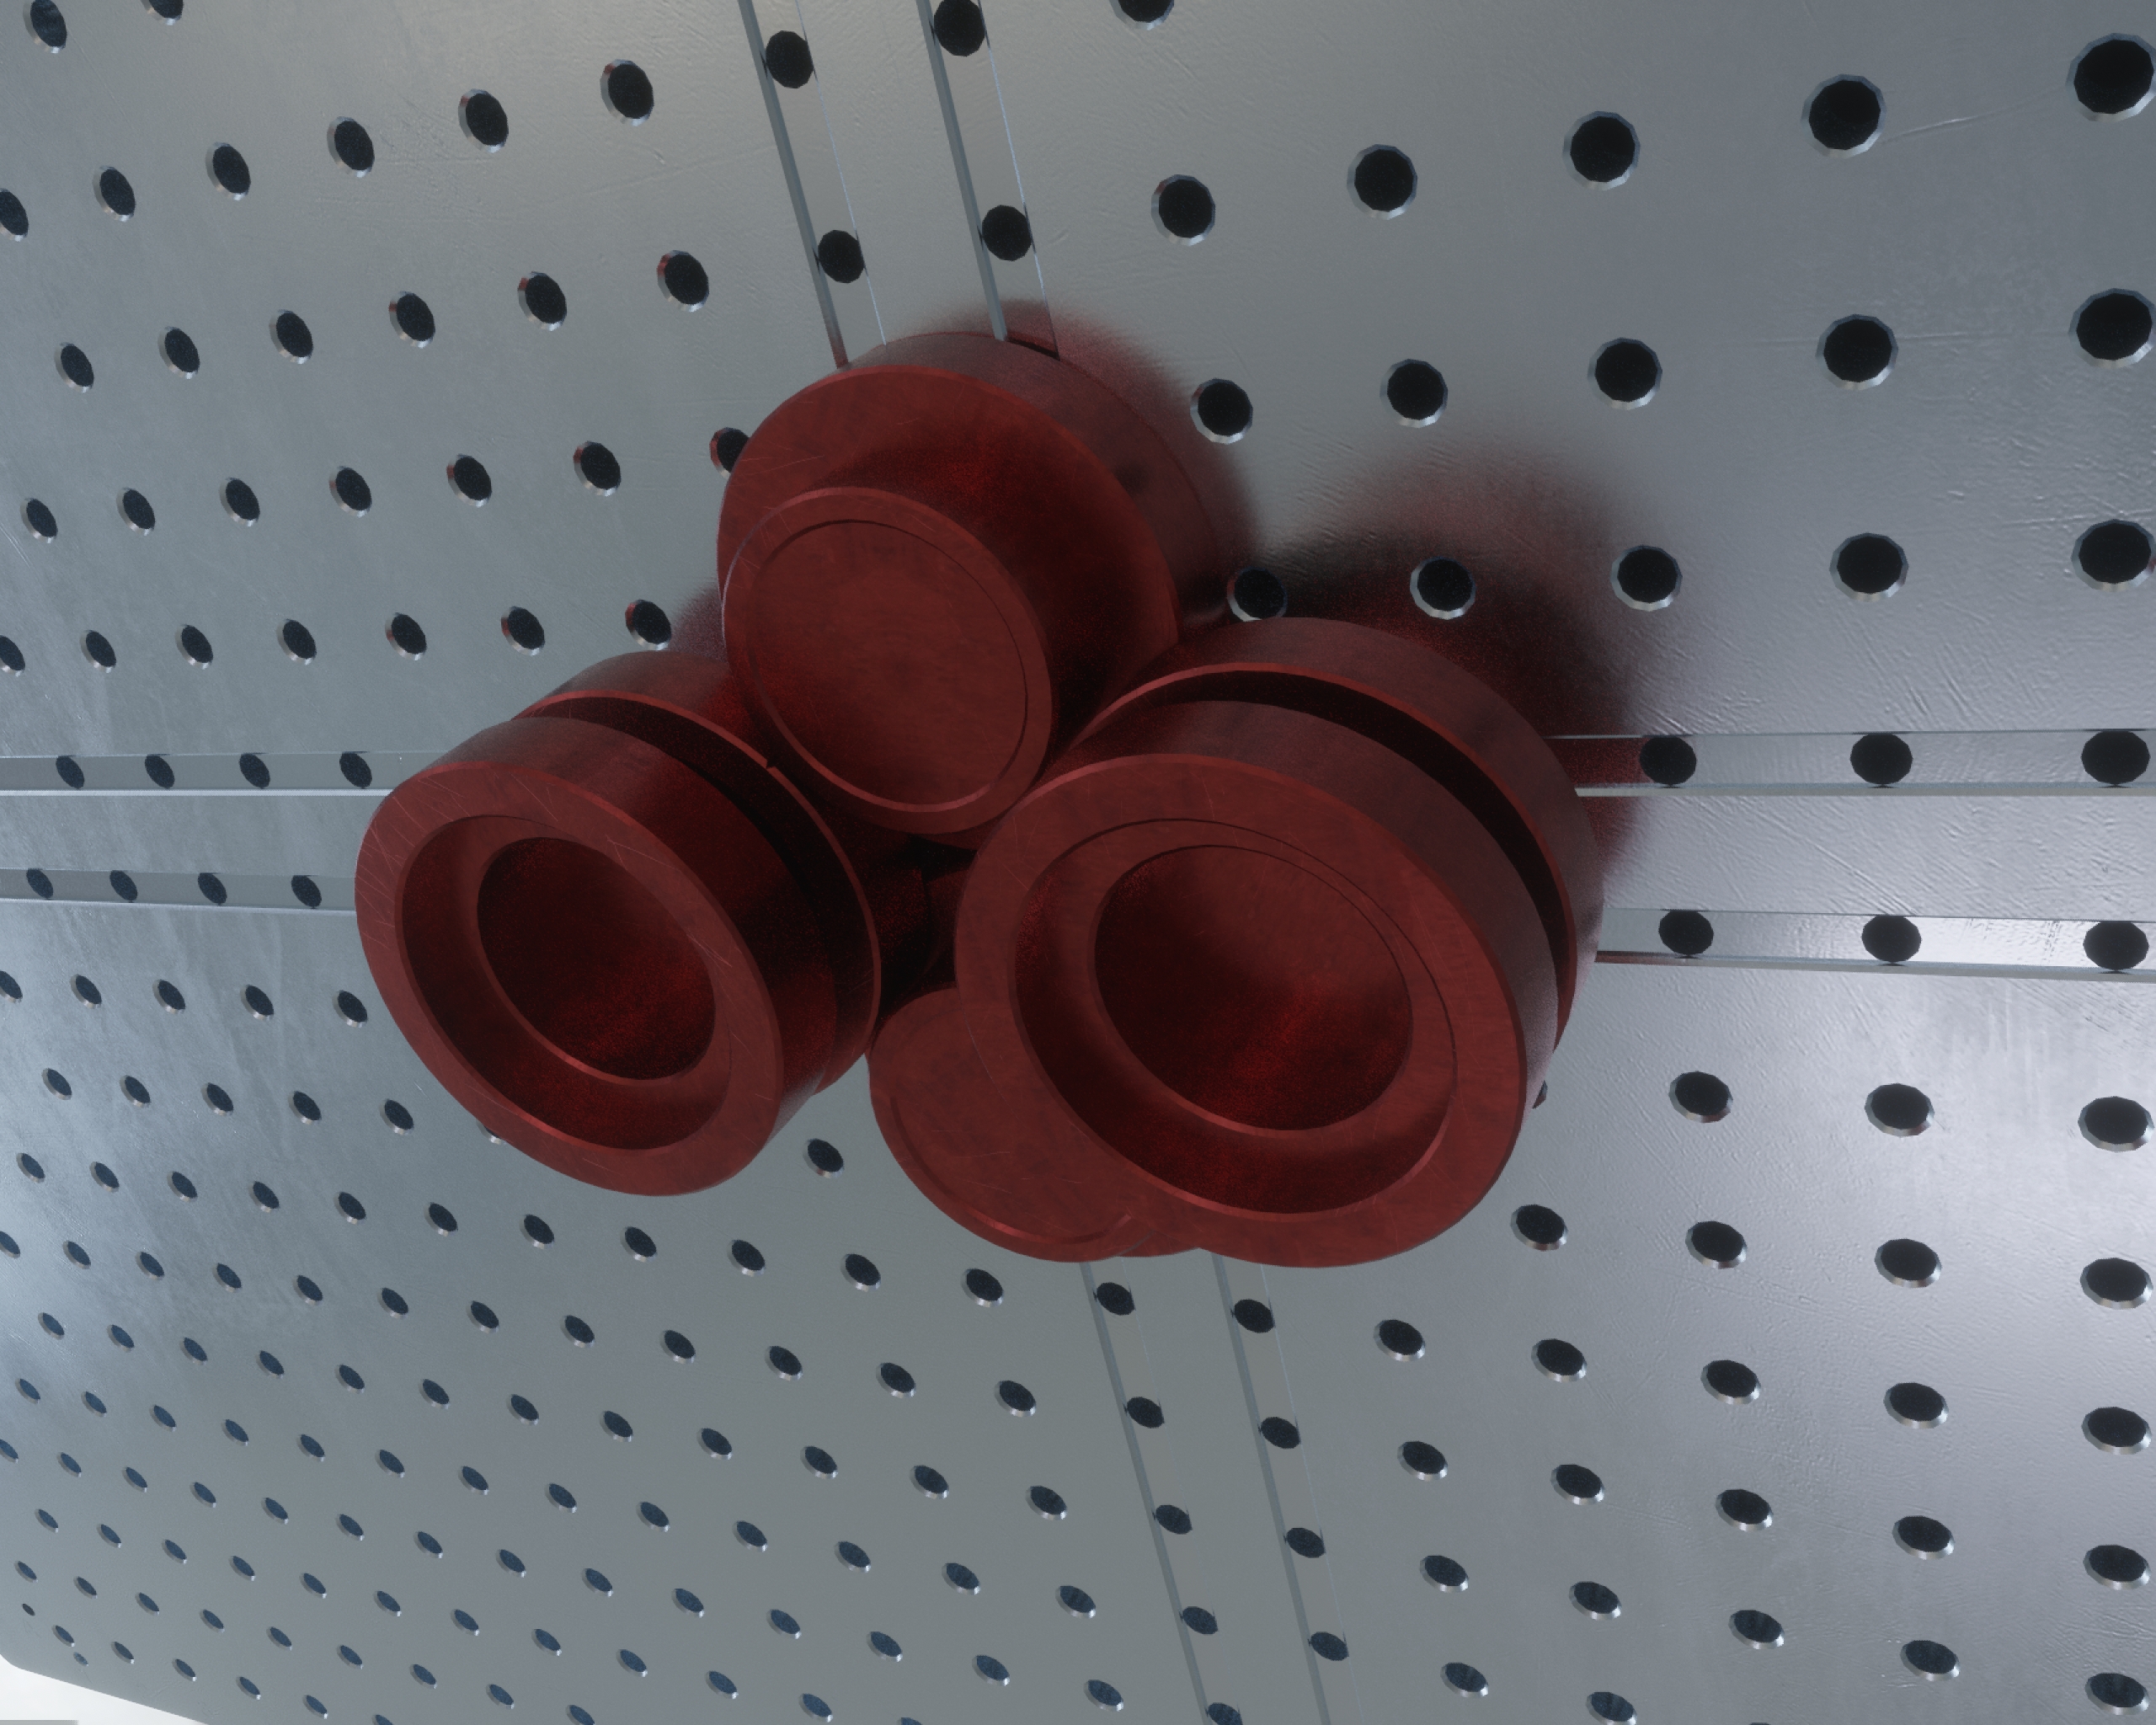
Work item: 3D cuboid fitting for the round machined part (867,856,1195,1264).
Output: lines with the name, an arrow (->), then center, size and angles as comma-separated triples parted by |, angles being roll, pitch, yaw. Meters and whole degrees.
round machined part -> -0.004, 0.043, 0.428 | 0.098, 0.042, 0.097 | 13, 124, 21

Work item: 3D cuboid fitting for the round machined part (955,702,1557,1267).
round machined part -> 0.032, 0.017, 0.352 | 0.098, 0.042, 0.097 | 13, 124, 21

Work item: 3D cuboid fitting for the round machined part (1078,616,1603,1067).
round machined part -> 0.045, 0.000, 0.376 | 0.098, 0.042, 0.097 | 13, 124, 21

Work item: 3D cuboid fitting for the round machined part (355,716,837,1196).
round machined part -> -0.090, 0.015, 0.415 | 0.098, 0.042, 0.097 | 13, 124, 21

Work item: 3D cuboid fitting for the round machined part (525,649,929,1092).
round machined part -> -0.074, 0.000, 0.439 | 0.098, 0.042, 0.097 | 13, 124, 21

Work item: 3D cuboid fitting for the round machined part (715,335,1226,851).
round machined part -> -0.026, -0.044, 0.387 | 0.098, 0.042, 0.097 | 13, 124, 21
